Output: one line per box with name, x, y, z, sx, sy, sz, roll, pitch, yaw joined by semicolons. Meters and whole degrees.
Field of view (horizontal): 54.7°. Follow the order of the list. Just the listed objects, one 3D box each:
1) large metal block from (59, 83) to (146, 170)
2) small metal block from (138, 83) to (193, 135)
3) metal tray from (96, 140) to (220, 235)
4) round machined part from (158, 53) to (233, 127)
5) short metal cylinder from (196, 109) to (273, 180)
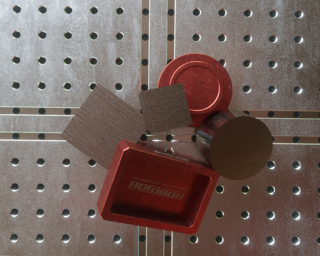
large metal block;-0.066;0.001;0.400;0.080;0.050;0.080;36;90;0
small metal block;0.006;-0.022;0.367;0.050;0.025;0.050;-13;87;-11
metal tray;-0.001;0.076;0.382;0.131;0.030;0.089;17;97;-22
round machined part;0.046;-0.050;0.405;0.099;0.042;0.097;0;90;0
short metal cylinder;0.092;0.019;0.390;0.081;0.050;0.079;-3;104;-11
